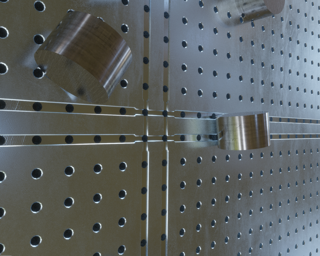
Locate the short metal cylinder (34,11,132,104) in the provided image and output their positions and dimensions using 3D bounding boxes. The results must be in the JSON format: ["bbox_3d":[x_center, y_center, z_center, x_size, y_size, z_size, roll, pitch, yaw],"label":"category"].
[{"bbox_3d":[-0.075,-0.068,0.311,0.080,0.080,0.050,42,65,-33],"label":"short metal cylinder"}]

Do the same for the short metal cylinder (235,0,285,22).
[{"bbox_3d":[0.176,-0.234,0.543,0.081,0.050,0.079,0,90,-40],"label":"short metal cylinder"}]

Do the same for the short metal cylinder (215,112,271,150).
[{"bbox_3d":[0.129,0.003,0.485,0.081,0.080,0.050,-10,97,-40],"label":"short metal cylinder"}]
